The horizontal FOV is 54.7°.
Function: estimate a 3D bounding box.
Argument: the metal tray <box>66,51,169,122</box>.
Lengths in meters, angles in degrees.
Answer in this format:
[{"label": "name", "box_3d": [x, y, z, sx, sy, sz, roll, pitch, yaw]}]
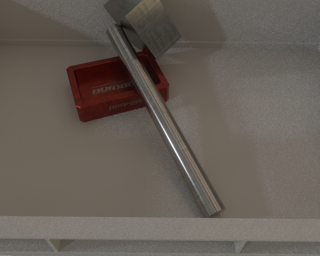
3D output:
[{"label": "metal tray", "box_3d": [-0.062, -0.065, 0.455, 0.131, 0.030, 0.090, -15, 52, -13]}]

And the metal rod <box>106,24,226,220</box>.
[{"label": "metal rod", "box_3d": [-0.004, -0.027, 0.395, 0.025, 0.025, 0.299, -20, 63, -16]}]

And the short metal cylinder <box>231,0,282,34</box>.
[{"label": "short metal cylinder", "box_3d": [0.179, -0.220, 0.579, 0.081, 0.050, 0.080, 0, 50, 0]}]

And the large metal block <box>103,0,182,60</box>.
[{"label": "large metal block", "box_3d": [-0.026, -0.155, 0.450, 0.050, 0.080, 0.080, -44, 42, -2]}]
